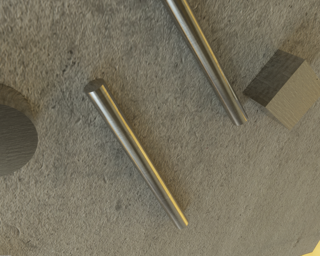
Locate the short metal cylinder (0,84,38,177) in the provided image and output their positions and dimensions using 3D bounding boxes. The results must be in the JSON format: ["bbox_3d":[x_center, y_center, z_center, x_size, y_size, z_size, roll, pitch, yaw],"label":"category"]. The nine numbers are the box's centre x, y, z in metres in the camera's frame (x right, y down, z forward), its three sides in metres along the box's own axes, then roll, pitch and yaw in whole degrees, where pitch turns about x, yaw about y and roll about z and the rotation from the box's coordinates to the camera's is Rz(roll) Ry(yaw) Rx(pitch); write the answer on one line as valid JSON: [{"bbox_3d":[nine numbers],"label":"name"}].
[{"bbox_3d":[-0.165,0.002,0.301,0.081,0.050,0.079,-14,124,-21],"label":"short metal cylinder"}]

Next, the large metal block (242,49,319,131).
[{"bbox_3d":[0.183,-0.055,0.457,0.080,0.050,0.080,31,101,-38],"label":"large metal block"}]

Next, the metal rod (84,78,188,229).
[{"bbox_3d":[-0.018,0.057,0.431,0.025,0.025,0.299,-33,129,-7],"label":"metal rod"}]

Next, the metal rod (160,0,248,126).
[{"bbox_3d":[0.044,-0.102,0.367,0.025,0.025,0.300,-41,130,-1],"label":"metal rod"}]
